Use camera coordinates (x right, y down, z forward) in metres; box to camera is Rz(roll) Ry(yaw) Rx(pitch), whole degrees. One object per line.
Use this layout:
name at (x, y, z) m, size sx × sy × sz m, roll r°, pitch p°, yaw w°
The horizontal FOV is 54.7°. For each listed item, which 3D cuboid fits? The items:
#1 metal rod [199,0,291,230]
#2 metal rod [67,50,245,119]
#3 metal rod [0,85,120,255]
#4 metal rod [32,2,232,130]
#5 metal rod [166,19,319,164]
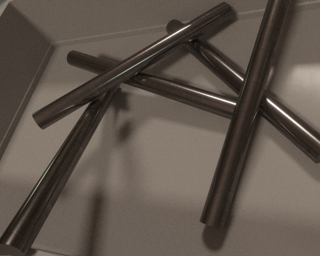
metal rod at (0.101, -0.039, 0.343) m, size 0.025 × 0.025 × 0.299 m, roll 13°, pitch 78°, yaw 33°
metal rod at (-0.021, -0.066, 0.436) m, size 0.300 × 0.025 × 0.025 m, roll 22°, pitch 73°, yaw 29°
metal rod at (-0.097, 0.014, 0.368) m, size 0.025 × 0.025 × 0.301 m, roll -14°, pitch 31°, yaw 20°
metal rod at (-0.033, -0.087, 0.422) m, size 0.301 × 0.025 × 0.025 m, roll -32°, pitch 51°, yaw -6°
metal rod at (0.091, -0.067, 0.398) m, size 0.025 × 0.025 × 0.300 m, roll -39°, pitch 51°, yaw 2°
